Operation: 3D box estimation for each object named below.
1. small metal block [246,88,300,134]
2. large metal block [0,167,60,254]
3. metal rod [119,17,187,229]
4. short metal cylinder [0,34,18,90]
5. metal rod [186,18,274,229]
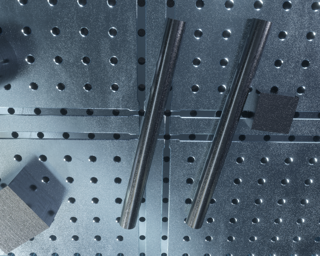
[{"bbox_3d":[0.147,-0.022,0.407,0.050,0.025,0.050,7,110,-3],"label":"small metal block"},{"bbox_3d":[-0.206,0.117,0.440,0.080,0.050,0.080,-33,107,11],"label":"large metal block"},{"bbox_3d":[-0.014,0.008,0.416,0.025,0.025,0.298,12,110,-5],"label":"metal rod"},{"bbox_3d":[-0.221,-0.077,0.369,0.081,0.050,0.079,0,110,-1],"label":"short metal cylinder"},{"bbox_3d":[0.087,0.008,0.417,0.025,0.025,0.298,13,110,-5],"label":"metal rod"}]
